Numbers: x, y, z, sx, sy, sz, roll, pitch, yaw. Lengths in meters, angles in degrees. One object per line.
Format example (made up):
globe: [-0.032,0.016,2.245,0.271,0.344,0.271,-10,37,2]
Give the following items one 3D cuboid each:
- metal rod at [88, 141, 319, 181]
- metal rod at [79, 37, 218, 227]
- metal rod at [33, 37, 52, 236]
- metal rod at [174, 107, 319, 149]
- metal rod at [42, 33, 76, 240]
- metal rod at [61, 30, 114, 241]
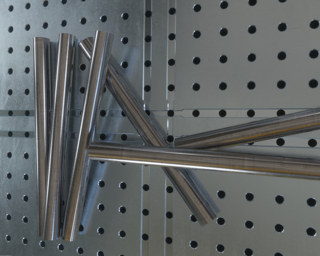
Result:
metal rod: [0.059,0.039,0.372,0.301,0.025,0.025,4,91,12]
metal rod: [-0.022,-0.003,0.420,0.025,0.025,0.299,-38,78,16]
metal rod: [-0.179,0.013,0.476,0.025,0.025,0.298,-2,89,20]
metal rod: [0.161,-0.007,0.355,0.300,0.025,0.025,-13,86,19]
metal rod: [-0.149,0.011,0.458,0.025,0.025,0.298,3,88,20]
metal rod: [-0.104,0.018,0.433,0.025,0.025,0.298,16,102,19]
